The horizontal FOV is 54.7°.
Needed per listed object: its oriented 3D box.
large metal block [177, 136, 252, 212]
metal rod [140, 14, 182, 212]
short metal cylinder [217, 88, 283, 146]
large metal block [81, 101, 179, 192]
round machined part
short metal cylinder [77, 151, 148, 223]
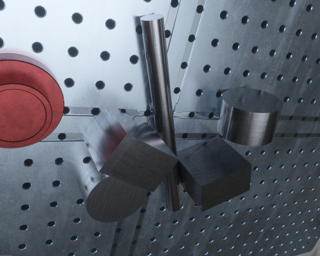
[{"bbox_3d":[0.075,0.064,0.456,0.081,0.080,0.050,-20,126,-17],"label":"large metal block"},{"bbox_3d":[0.007,0.003,0.416,0.025,0.025,0.298,-19,126,-17],"label":"metal rod"},{"bbox_3d":[0.123,-0.017,0.432,0.081,0.080,0.050,-11,123,-23],"label":"short metal cylinder"},{"bbox_3d":[-0.037,0.022,0.369,0.080,0.080,0.050,30,102,-38],"label":"large metal block"},{"bbox_3d":[-0.146,-0.020,0.308,0.099,0.042,0.097,-14,124,-21],"label":"round machined part"},{"bbox_3d":[-0.063,0.076,0.408,0.081,0.050,0.079,-14,124,-21],"label":"short metal cylinder"}]
